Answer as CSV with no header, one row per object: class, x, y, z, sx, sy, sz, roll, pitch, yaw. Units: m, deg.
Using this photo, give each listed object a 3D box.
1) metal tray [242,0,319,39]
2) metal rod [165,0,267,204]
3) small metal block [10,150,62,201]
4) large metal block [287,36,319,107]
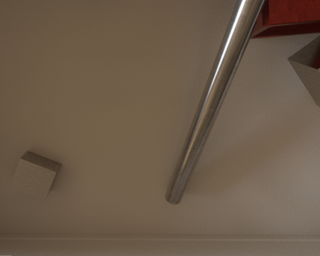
metal tray,0.162,-0.122,0.331,0.131,0.090,0.030,-5,97,1
metal rod,0.053,-0.013,0.361,0.025,0.025,0.298,13,127,-5
small metal block,-0.173,0.067,0.434,0.050,0.025,0.050,24,108,-9
large metal block,0.207,-0.060,0.363,0.050,0.080,0.080,-37,106,12
